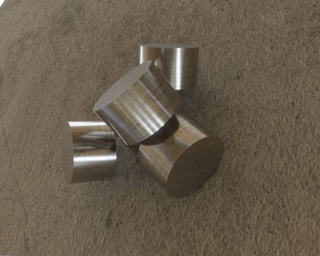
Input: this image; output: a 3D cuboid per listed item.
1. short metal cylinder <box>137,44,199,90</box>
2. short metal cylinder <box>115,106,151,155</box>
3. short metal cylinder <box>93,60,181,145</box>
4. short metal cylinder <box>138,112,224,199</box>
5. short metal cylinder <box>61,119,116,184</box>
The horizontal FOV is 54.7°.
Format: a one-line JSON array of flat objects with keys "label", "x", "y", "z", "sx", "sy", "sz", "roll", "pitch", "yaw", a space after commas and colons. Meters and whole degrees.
[{"label": "short metal cylinder", "x": 0.010, "y": -0.083, "z": 0.408, "sx": 0.080, "sy": 0.081, "sz": 0.050, "roll": 15, "pitch": 113, "yaw": 34}, {"label": "short metal cylinder", "x": -0.018, "y": -0.007, "z": 0.403, "sx": 0.080, "sy": 0.050, "sz": 0.080, "roll": -13, "pitch": 56, "yaw": 20}, {"label": "short metal cylinder", "x": -0.025, "y": -0.027, "z": 0.333, "sx": 0.080, "sy": 0.050, "sz": 0.080, "roll": -35, "pitch": 21, "yaw": 16}, {"label": "short metal cylinder", "x": 0.023, "y": 0.030, "z": 0.339, "sx": 0.080, "sy": 0.080, "sz": 0.050, "roll": -47, "pitch": 51, "yaw": -4}, {"label": "short metal cylinder", "x": -0.093, "y": 0.029, "z": 0.394, "sx": 0.080, "sy": 0.050, "sz": 0.079, "roll": 7, "pitch": 97, "yaw": 62}]
